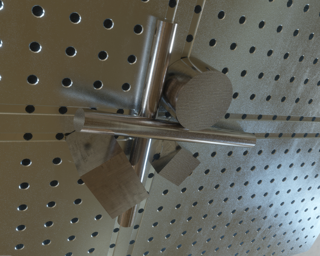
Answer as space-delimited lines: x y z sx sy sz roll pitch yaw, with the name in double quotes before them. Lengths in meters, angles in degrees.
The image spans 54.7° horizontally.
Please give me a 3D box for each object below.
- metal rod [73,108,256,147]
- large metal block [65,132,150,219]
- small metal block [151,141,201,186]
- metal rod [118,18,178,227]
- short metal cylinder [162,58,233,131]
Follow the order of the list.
"metal rod" 0.033 0.006 0.410 0.302 0.025 0.025 7 115 -40
"large metal block" -0.063 0.046 0.369 0.050 0.080 0.080 -31 129 -9
"small metal block" 0.024 0.052 0.460 0.050 0.025 0.050 -48 129 5
"metal rod" -0.022 0.012 0.408 0.025 0.025 0.298 -2 119 -28
"short metal cylinder" 0.044 -0.043 0.394 0.081 0.050 0.079 -14 125 -21
